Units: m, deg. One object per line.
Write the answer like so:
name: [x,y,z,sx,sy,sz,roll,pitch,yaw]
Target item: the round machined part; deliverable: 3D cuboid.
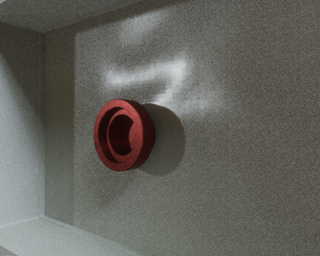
round machined part: [-0.045,0.009,0.431,0.098,0.042,0.097,0,90,39]
